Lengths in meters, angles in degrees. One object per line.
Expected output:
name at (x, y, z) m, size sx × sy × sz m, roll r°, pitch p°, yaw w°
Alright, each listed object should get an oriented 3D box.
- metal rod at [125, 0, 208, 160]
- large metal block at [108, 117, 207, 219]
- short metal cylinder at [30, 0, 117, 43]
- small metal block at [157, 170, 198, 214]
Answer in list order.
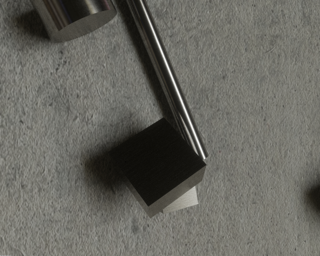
metal rod at (-0.002, -0.094, 0.407) m, size 0.025 × 0.025 × 0.299 m, roll -26°, pitch 99°, yaw -18°
large metal block at (-0.003, 0.047, 0.374) m, size 0.080 × 0.050 × 0.080 m, roll -33°, pitch 64°, yaw -17°
short metal cylinder at (-0.095, -0.136, 0.344) m, size 0.080 × 0.080 × 0.050 m, roll -29°, pitch 100°, yaw -18°
small metal block at (0.019, 0.082, 0.416) m, size 0.050 × 0.025 × 0.050 m, roll -11°, pitch 94°, yaw -20°
